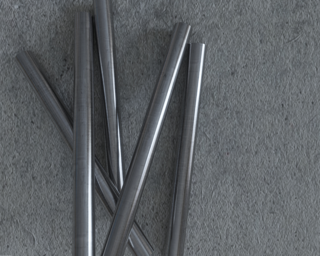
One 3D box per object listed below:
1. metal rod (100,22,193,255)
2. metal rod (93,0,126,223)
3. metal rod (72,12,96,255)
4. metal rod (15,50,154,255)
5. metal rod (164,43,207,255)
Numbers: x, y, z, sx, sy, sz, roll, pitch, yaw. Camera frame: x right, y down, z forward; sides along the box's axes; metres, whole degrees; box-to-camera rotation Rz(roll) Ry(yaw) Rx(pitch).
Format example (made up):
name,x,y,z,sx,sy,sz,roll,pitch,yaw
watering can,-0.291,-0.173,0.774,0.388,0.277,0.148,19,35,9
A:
name,x,y,z,sx,sy,sz,roll,pitch,yaw
metal rod,-0.012,0.007,0.378,0.025,0.025,0.299,17,78,0
metal rod,-0.065,-0.022,0.409,0.025,0.025,0.298,-5,90,0
metal rod,-0.092,-0.002,0.374,0.025,0.025,0.299,-3,76,0
metal rod,-0.099,0.030,0.391,0.025,0.025,0.299,-33,83,0
metal rod,0.033,0.039,0.410,0.025,0.025,0.298,6,90,0
